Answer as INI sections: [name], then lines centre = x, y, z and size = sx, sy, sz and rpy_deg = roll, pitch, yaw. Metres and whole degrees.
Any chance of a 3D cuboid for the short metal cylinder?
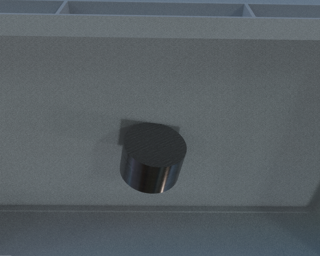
[short metal cylinder]
centre = -0.010, 0.038, 0.405
size = 0.080, 0.080, 0.050
rpy_deg = 8, 130, -7
